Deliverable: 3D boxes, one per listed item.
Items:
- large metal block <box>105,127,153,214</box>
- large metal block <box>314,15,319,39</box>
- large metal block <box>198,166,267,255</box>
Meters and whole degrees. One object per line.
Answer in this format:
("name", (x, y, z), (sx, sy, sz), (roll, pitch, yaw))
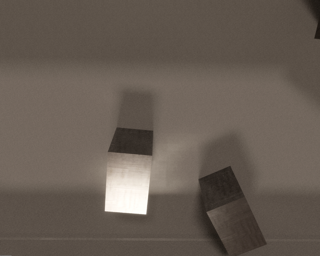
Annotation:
("large metal block", (-0.038, 0.052, 0.401), (0.050, 0.080, 0.079), (5, 110, -2))
("large metal block", (0.220, -0.116, 0.326), (0.080, 0.081, 0.050), (18, 114, 32))
("large metal block", (0.097, 0.112, 0.425), (0.050, 0.080, 0.080), (-25, 109, 8))
